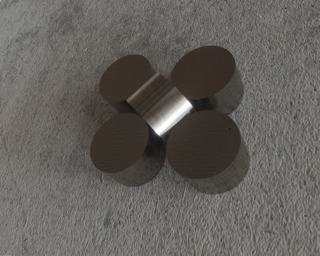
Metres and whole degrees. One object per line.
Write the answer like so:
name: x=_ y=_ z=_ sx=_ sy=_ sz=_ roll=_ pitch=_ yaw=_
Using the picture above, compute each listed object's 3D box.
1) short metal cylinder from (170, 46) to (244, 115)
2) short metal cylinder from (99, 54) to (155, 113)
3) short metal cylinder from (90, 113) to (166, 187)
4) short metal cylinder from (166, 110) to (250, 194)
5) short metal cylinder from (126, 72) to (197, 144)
short metal cylinder: x=0.060 y=-0.056 z=0.389 sx=0.080 sy=0.050 sz=0.080 roll=-13 pitch=56 yaw=20
short metal cylinder: x=-0.039 y=-0.058 z=0.442 sx=0.080 sy=0.050 sz=0.080 roll=-13 pitch=56 yaw=20
short metal cylinder: x=-0.039 y=0.028 z=0.390 sx=0.080 sy=0.050 sz=0.080 roll=-13 pitch=56 yaw=20
short metal cylinder: x=0.054 y=0.027 z=0.342 sx=0.080 sy=0.050 sz=0.080 roll=-13 pitch=56 yaw=20
short metal cylinder: x=0.004 y=-0.022 z=0.381 sx=0.050 sy=0.080 sz=0.080 roll=-43 pitch=51 yaw=-1
